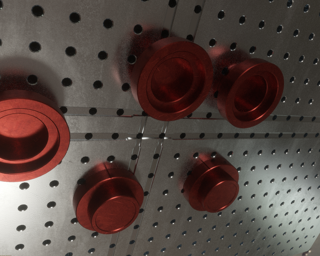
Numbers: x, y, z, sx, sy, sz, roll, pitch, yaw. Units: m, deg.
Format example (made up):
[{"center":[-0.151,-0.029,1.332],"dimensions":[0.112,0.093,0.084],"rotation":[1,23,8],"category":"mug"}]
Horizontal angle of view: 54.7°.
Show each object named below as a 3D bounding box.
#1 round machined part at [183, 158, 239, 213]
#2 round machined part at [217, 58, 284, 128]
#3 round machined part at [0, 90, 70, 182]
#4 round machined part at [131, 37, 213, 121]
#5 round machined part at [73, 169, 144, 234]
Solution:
[{"center":[0.092,0.102,0.516],"dimensions":[0.099,0.042,0.097],"rotation":[-14,125,-21],"category":"round machined part"},{"center":[0.122,-0.052,0.437],"dimensions":[0.099,0.042,0.097],"rotation":[-14,125,-21],"category":"round machined part"},{"center":[-0.148,0.005,0.323],"dimensions":[0.099,0.042,0.097],"rotation":[-14,125,-21],"category":"round machined part"},{"center":[0.011,-0.061,0.370],"dimensions":[0.099,0.042,0.097],"rotation":[-14,125,-21],"category":"round machined part"},{"center":[-0.067,0.108,0.432],"dimensions":[0.099,0.042,0.097],"rotation":[-14,125,-21],"category":"round machined part"}]
